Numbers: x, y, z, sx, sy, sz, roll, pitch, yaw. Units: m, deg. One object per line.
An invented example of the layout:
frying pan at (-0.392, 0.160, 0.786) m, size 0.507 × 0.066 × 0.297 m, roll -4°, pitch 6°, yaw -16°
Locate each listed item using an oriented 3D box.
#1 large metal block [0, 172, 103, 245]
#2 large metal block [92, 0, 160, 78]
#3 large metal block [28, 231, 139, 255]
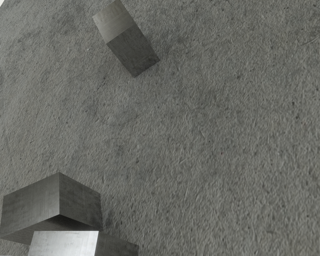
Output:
large metal block at (-0.127, 0.103, 0.372) m, size 0.080 × 0.080 × 0.050 m, roll -24°, pitch 53°, yaw 14°
large metal block at (-0.052, -0.139, 0.481) m, size 0.050 × 0.080 × 0.080 m, roll -34°, pitch 51°, yaw 6°
large metal block at (-0.079, 0.142, 0.323) m, size 0.080 × 0.080 × 0.050 m, roll -8°, pitch 58°, yaw 24°
